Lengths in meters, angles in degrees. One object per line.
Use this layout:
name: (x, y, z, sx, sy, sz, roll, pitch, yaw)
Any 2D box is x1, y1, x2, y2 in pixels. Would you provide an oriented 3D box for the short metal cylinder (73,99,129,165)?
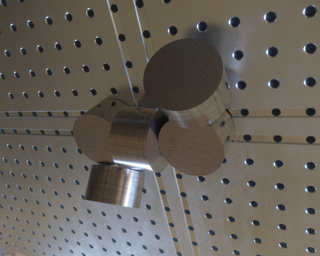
short metal cylinder: (-0.073, 0.006, 0.434, 0.080, 0.050, 0.079, 13, 124, 20)

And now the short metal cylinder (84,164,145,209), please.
short metal cylinder: (-0.065, 0.086, 0.454, 0.080, 0.050, 0.080, 9, 165, 3)

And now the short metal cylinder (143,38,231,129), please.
short metal cylinder: (0.029, -0.045, 0.323, 0.080, 0.080, 0.050, 8, 164, 23)

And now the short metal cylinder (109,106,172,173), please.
short metal cylinder: (-0.020, 0.014, 0.393, 0.050, 0.080, 0.079, 5, 121, 25)

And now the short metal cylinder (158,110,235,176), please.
short metal cylinder: (0.045, 0.011, 0.376, 0.080, 0.050, 0.079, 13, 124, 20)
